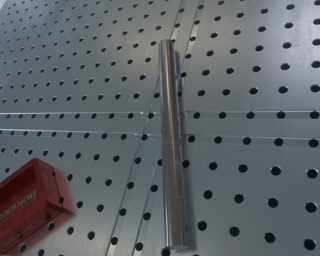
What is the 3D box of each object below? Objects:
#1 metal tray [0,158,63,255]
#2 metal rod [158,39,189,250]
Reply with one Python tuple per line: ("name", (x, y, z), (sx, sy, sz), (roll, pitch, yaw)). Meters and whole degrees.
("metal tray", (-0.209, 0.115, 0.444), (0.130, 0.030, 0.090), (-36, 51, 4))
("metal rod", (0.014, -0.002, 0.402), (0.025, 0.025, 0.299), (-15, 55, 20))
